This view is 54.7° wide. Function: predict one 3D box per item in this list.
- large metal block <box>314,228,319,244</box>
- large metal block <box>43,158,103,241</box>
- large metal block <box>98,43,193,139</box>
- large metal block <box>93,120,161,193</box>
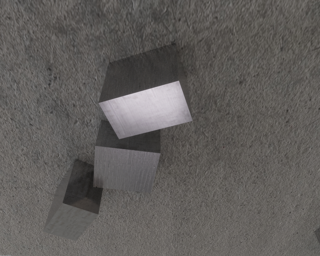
[{"bbox_3d":[0.344,0.219,0.561,0.081,0.080,0.050,17,128,-14],"label":"large metal block"},{"bbox_3d":[-0.125,0.107,0.461,0.050,0.080,0.080,25,126,-20],"label":"large metal block"},{"bbox_3d":[-0.013,-0.041,0.336,0.080,0.080,0.050,-14,129,11],"label":"large metal block"},{"bbox_3d":[-0.046,0.040,0.425,0.081,0.050,0.079,7,130,-6],"label":"large metal block"}]
